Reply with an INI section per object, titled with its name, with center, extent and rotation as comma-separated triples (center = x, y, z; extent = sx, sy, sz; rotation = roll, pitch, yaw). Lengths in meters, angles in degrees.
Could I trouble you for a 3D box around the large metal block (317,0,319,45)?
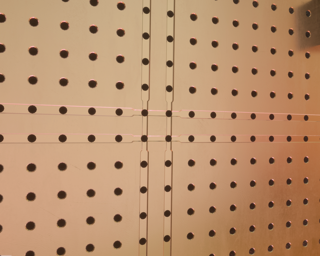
[large metal block]
center = 0.313, -0.182, 0.513
extent = 0.081, 0.050, 0.080
rotation = -4, 92, -20
